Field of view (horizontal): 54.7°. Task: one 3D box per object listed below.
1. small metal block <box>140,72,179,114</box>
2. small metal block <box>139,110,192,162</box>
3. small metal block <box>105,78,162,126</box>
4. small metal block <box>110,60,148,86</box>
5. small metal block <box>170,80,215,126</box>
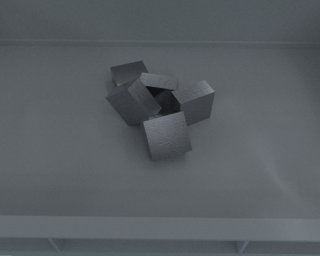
[{"bbox_3d":[-0.002,-0.046,0.427,0.050,0.050,0.025,9,51,7],"label":"small metal block"},{"bbox_3d":[0.007,0.009,0.379,0.050,0.050,0.025,-16,10,-13],"label":"small metal block"},{"bbox_3d":[-0.035,-0.033,0.402,0.050,0.050,0.025,-11,34,48],"label":"small metal block"},{"bbox_3d":[-0.042,-0.072,0.465,0.050,0.025,0.050,-15,52,-13],"label":"small metal block"},{"bbox_3d":[0.042,-0.031,0.415,0.050,0.050,0.025,-21,53,-17],"label":"small metal block"}]
